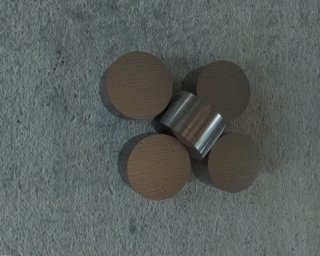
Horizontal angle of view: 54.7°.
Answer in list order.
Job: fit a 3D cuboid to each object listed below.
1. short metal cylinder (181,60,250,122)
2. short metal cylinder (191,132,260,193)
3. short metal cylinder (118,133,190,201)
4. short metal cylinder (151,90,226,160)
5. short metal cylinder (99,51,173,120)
[{"bbox_3d":[0.075,-0.048,0.424,0.081,0.050,0.079,0,90,-21],"label":"short metal cylinder"},{"bbox_3d":[0.090,0.045,0.431,0.081,0.050,0.079,0,90,-21],"label":"short metal cylinder"},{"bbox_3d":[-0.009,0.047,0.394,0.081,0.050,0.079,0,90,-21],"label":"short metal cylinder"},{"bbox_3d":[0.036,-0.003,0.396,0.080,0.080,0.050,41,77,-16],"label":"short metal cylinder"},{"bbox_3d":[-0.031,-0.050,0.385,0.081,0.050,0.079,0,90,-21],"label":"short metal cylinder"}]
